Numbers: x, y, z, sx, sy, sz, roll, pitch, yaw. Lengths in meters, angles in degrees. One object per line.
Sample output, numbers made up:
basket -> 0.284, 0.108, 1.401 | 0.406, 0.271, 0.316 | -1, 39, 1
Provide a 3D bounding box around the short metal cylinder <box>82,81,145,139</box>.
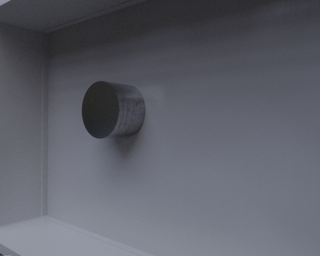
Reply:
short metal cylinder -> -0.068, -0.025, 0.448 | 0.080, 0.050, 0.080 | 0, 90, 40
